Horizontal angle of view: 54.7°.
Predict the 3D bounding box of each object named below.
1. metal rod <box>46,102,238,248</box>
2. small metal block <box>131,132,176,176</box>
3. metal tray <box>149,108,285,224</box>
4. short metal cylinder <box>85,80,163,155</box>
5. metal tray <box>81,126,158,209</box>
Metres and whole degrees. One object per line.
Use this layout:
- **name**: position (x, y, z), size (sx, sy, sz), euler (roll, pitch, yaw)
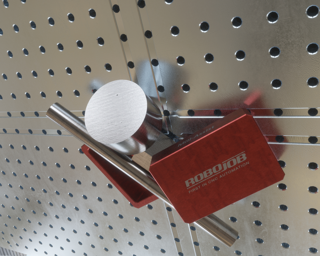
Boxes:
- **metal rod**: position (-0.027, 0.061, 0.419), size (0.301, 0.025, 0.025), euler (35, 129, 4)
- **small metal block**: position (-0.001, 0.035, 0.411), size (0.050, 0.050, 0.025), euler (35, 129, 5)
- **metal tray**: position (0.065, 0.046, 0.365), size (0.130, 0.030, 0.090), euler (-30, 103, 12)
- **short metal cylinder**: position (-0.043, -0.012, 0.378), size (0.080, 0.080, 0.050), euler (8, 164, 24)
- **metal tray**: position (-0.044, 0.052, 0.458), size (0.130, 0.030, 0.090), euler (49, 129, -7)
